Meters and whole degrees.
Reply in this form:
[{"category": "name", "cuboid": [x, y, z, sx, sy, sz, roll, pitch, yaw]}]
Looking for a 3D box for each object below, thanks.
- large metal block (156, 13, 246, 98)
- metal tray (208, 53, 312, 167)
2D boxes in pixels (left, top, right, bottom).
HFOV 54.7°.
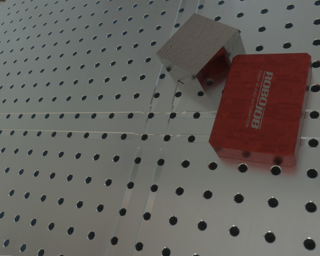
[{"category": "large metal block", "cuboid": [0.056, -0.101, 0.425, 0.080, 0.050, 0.080, -48, 51, -5]}, {"category": "metal tray", "cuboid": [0.118, -0.026, 0.359, 0.090, 0.030, 0.130, 6, 65, 31]}]
